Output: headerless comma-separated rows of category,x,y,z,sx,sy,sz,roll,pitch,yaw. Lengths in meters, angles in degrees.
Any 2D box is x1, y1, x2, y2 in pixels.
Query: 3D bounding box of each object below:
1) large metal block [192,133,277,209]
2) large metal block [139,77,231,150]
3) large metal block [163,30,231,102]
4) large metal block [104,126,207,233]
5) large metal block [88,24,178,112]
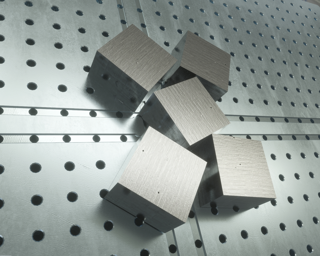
large metal block,0.094,0.059,0.406,0.081,0.050,0.080,9,58,-24
large metal block,0.033,-0.014,0.417,0.081,0.050,0.080,-25,75,-37
large metal block,0.059,-0.089,0.476,0.080,0.050,0.080,25,53,-16
large metal block,-0.003,0.059,0.352,0.080,0.050,0.080,33,51,-7
large metal block,-0.036,-0.082,0.422,0.080,0.050,0.080,39,51,-1
